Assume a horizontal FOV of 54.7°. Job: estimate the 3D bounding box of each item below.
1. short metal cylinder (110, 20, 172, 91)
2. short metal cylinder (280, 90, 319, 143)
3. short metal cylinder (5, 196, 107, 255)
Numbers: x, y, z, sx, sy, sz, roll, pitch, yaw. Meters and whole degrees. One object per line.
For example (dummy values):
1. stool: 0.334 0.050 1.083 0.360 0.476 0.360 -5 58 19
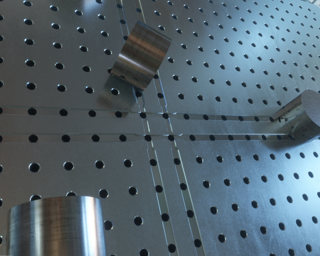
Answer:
1. short metal cylinder: -0.026 -0.097 0.418 0.050 0.080 0.080 28 52 -11
2. short metal cylinder: 0.260 -0.020 0.544 0.081 0.050 0.080 14 56 -21
3. short metal cylinder: -0.088 0.095 0.267 0.081 0.080 0.050 2 61 -27
